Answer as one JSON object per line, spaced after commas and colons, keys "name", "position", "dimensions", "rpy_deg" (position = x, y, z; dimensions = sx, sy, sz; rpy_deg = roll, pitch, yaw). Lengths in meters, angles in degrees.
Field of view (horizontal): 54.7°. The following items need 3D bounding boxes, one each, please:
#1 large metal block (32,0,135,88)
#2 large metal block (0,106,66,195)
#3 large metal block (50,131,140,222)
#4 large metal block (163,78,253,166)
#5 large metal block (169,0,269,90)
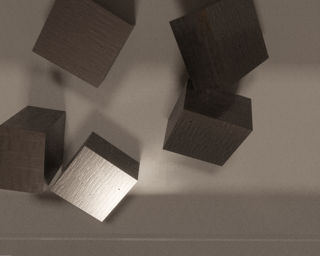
{"name": "large metal block", "position": [-0.085, -0.105, 0.358], "dimensions": [0.080, 0.050, 0.080], "rpy_deg": [30, 107, -11]}
{"name": "large metal block", "position": [-0.157, 0.025, 0.389], "dimensions": [0.050, 0.080, 0.079], "rpy_deg": [9, 110, -4]}
{"name": "large metal block", "position": [-0.085, 0.065, 0.421], "dimensions": [0.080, 0.050, 0.080], "rpy_deg": [36, 106, -13]}
{"name": "large metal block", "position": [0.056, -0.004, 0.379], "dimensions": [0.080, 0.050, 0.079], "rpy_deg": [17, 140, -7]}
{"name": "large metal block", "position": [0.068, -0.096, 0.342], "dimensions": [0.081, 0.050, 0.080], "rpy_deg": [-36, 113, -33]}
